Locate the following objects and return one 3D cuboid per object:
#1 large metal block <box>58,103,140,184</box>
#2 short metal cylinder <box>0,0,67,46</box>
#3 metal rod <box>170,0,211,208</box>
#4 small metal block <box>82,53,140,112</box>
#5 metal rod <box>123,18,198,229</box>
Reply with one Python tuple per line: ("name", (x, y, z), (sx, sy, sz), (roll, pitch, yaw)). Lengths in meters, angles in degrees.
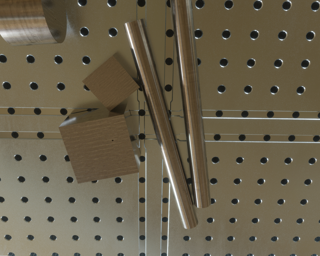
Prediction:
("large metal block", (-0.074, 0.019, 0.406), (0.080, 0.050, 0.079), (-11, 110, 3))
("short metal cylinder", (-0.139, -0.131, 0.334), (0.050, 0.080, 0.079), (-4, 110, 1))
("metal rod", (0.042, -0.028, 0.403), (0.025, 0.025, 0.298), (-8, 110, 2))
("small metal block", (-0.060, -0.058, 0.391), (0.050, 0.025, 0.050), (-37, 106, 12))
("metal rod", (0.007, 0.009, 0.416), (0.025, 0.025, 0.298), (-14, 110, 5))
